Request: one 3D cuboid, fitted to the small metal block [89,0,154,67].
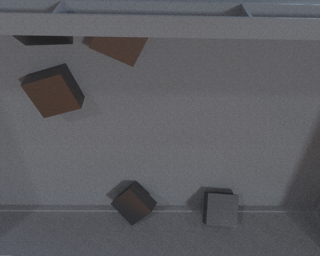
[{"bbox_3d":[-0.040,-0.100,0.324,0.050,0.025,0.050,21,127,-18],"label":"small metal block"}]

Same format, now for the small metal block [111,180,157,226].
[{"bbox_3d":[-0.042,0.121,0.499,0.050,0.025,0.050,47,119,-2],"label":"small metal block"}]

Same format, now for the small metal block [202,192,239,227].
[{"bbox_3d":[0.098,0.132,0.504,0.050,0.050,0.025,6,172,-6],"label":"small metal block"}]

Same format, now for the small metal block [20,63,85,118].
[{"bbox_3d":[-0.126,-0.044,0.370,0.050,0.025,0.050,-14,129,11],"label":"small metal block"}]

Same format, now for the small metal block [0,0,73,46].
[{"bbox_3d":[-0.118,-0.102,0.302,0.050,0.050,0.025,-2,86,1],"label":"small metal block"}]
